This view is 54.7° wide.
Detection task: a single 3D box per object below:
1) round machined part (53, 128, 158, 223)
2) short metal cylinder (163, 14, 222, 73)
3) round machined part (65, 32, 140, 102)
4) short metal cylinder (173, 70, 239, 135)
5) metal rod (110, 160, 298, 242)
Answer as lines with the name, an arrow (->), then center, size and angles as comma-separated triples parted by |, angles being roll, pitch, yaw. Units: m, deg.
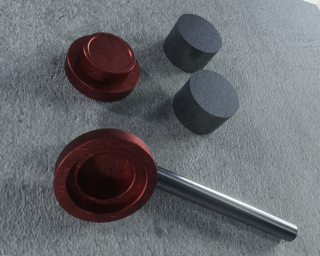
round machined part -> -0.055, 0.044, 0.314 | 0.099, 0.097, 0.042 | 13, 21, -22
short metal cylinder -> 0.052, -0.137, 0.502 | 0.081, 0.050, 0.080 | 14, 56, -21
round machined part -> -0.071, -0.086, 0.408 | 0.099, 0.042, 0.098 | 14, 56, -21
short metal cylinder -> 0.066, -0.037, 0.448 | 0.081, 0.050, 0.080 | 14, 56, -21
metal rod -> 0.041, 0.079, 0.379 | 0.302, 0.025, 0.025 | 25, 53, -14
